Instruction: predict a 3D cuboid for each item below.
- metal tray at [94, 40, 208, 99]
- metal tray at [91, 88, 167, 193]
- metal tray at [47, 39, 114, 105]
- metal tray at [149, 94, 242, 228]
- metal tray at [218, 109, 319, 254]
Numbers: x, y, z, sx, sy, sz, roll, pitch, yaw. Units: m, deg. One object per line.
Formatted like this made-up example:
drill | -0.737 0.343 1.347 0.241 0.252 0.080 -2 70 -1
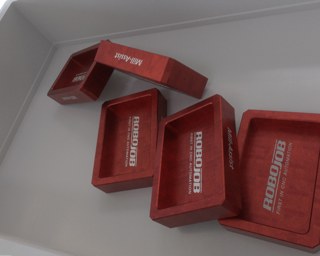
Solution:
metal tray | -0.013 -0.078 0.415 0.130 0.090 0.030 24 96 36
metal tray | -0.038 0.015 0.413 0.090 0.030 0.130 -12 56 21
metal tray | -0.122 -0.085 0.492 0.130 0.030 0.090 1 60 50
metal tray | 0.037 0.035 0.337 0.090 0.030 0.130 -24 45 35
metal tray | 0.118 0.046 0.311 0.090 0.030 0.130 6 65 31
